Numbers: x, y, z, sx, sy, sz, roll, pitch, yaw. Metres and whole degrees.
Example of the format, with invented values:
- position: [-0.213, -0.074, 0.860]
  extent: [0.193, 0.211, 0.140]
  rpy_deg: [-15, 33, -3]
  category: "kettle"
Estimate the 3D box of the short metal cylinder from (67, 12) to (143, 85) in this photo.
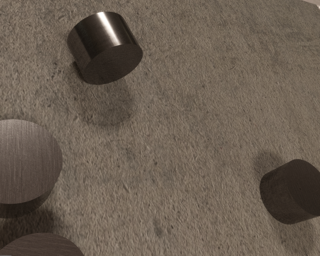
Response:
- position: [-0.069, -0.099, 0.393]
  extent: [0.081, 0.080, 0.050]
  rpy_deg: [-18, 71, -35]
  category: "short metal cylinder"

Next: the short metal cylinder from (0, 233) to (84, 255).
- position: [-0.103, 0.132, 0.253]
  extent: [0.081, 0.050, 0.080]
  rpy_deg: [14, 56, -21]
  category: "short metal cylinder"

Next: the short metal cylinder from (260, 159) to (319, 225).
- position: [0.190, 0.090, 0.438]
  extent: [0.081, 0.050, 0.080]
  rpy_deg: [14, 56, -21]
  category: "short metal cylinder"

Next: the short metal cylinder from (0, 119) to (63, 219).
- position: [-0.138, 0.039, 0.291]
  extent: [0.081, 0.050, 0.080]
  rpy_deg: [14, 56, -21]
  category: "short metal cylinder"
